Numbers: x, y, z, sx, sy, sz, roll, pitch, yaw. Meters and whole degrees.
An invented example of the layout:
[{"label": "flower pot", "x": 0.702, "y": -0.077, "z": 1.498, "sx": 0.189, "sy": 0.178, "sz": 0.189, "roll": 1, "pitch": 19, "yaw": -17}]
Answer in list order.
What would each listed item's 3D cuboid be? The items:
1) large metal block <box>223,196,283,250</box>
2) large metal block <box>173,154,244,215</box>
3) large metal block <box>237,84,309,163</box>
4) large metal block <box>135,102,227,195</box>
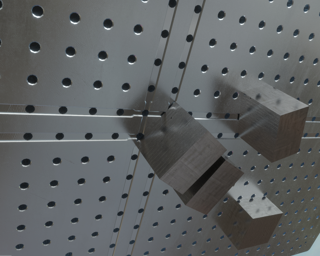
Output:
[{"label": "large metal block", "x": 0.183, "y": 0.187, "z": 0.614, "sx": 0.081, "sy": 0.050, "sz": 0.079, "roll": 0, "pitch": 118, "yaw": -29}, {"label": "large metal block", "x": 0.058, "y": 0.063, "z": 0.449, "sx": 0.050, "sy": 0.080, "sz": 0.080, "roll": 34, "pitch": 99, "yaw": -39}, {"label": "large metal block", "x": 0.164, "y": -0.009, "z": 0.463, "sx": 0.050, "sy": 0.080, "sz": 0.079, "roll": -17, "pitch": 125, "yaw": -19}, {"label": "large metal block", "x": 0.025, "y": 0.025, "z": 0.406, "sx": 0.080, "sy": 0.080, "sz": 0.050, "roll": -46, "pitch": 130, "yaw": 3}]
